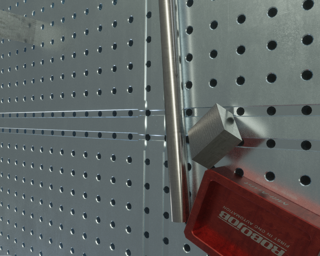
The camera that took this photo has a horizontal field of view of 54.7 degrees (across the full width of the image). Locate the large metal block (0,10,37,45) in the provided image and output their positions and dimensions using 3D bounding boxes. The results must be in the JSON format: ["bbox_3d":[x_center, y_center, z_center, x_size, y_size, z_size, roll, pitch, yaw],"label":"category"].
[{"bbox_3d":[-0.311,-0.206,0.626,0.080,0.081,0.050,19,102,38],"label":"large metal block"}]

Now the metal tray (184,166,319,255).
[{"bbox_3d":[0.095,0.108,0.326,0.130,0.030,0.089,27,107,36],"label":"metal tray"}]

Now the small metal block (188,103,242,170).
[{"bbox_3d":[0.059,0.009,0.343,0.050,0.025,0.050,-47,24,27],"label":"small metal block"}]

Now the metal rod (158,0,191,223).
[{"bbox_3d":[0.018,-0.034,0.392,0.025,0.025,0.298,-6,86,39],"label":"metal rod"}]
